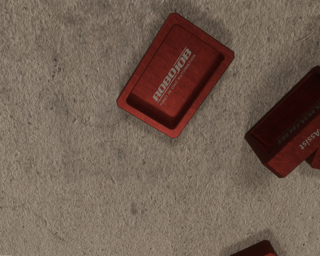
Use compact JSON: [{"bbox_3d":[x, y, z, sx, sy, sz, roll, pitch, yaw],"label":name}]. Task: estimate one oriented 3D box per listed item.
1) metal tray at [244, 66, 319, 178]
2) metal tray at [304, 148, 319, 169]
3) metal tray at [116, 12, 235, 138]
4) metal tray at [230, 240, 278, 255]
[{"bbox_3d":[0.169,-0.011,0.373,0.030,0.090,0.130,39,105,-13],"label":"metal tray"},{"bbox_3d":[0.258,-0.002,0.409,0.091,0.030,0.129,12,110,-5],"label":"metal tray"},{"bbox_3d":[0.017,-0.062,0.384,0.090,0.030,0.129,31,107,-11],"label":"metal tray"},{"bbox_3d":[0.165,0.253,0.502,0.090,0.030,0.130,-30,108,10],"label":"metal tray"}]
